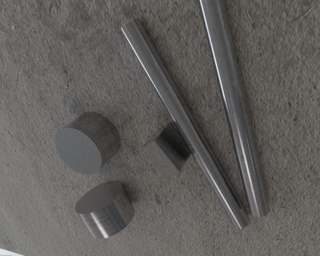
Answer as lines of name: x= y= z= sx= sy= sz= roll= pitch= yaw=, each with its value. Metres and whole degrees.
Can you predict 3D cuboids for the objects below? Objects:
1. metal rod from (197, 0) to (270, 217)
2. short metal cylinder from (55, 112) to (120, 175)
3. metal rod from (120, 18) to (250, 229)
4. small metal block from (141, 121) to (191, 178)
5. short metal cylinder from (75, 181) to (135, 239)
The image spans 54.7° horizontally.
metal rod: x=0.085 y=-0.023 z=0.347 sx=0.025 sy=0.025 sz=0.298 roll=-5 pitch=116 yaw=30
short metal cylinder: x=-0.107 y=0.023 z=0.461 sx=0.080 sy=0.050 sz=0.079 roll=13 pitch=124 yaw=21
metal rod: x=0.039 y=0.006 z=0.389 sx=0.025 sy=0.025 sz=0.299 roll=-20 pitch=108 yaw=35
small metal block: x=0.011 y=0.028 z=0.402 sx=0.025 sy=0.050 sz=0.050 roll=-31 pitch=101 yaw=38
short metal cylinder: x=-0.087 y=0.130 z=0.497 sx=0.080 sy=0.080 sz=0.050 roll=-11 pitch=113 yaw=33
